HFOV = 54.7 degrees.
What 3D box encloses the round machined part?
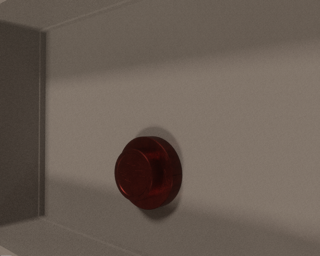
[{"bbox_3d":[-0.022,0.060,0.412,0.098,0.042,0.097,0,90,39],"label":"round machined part"}]
